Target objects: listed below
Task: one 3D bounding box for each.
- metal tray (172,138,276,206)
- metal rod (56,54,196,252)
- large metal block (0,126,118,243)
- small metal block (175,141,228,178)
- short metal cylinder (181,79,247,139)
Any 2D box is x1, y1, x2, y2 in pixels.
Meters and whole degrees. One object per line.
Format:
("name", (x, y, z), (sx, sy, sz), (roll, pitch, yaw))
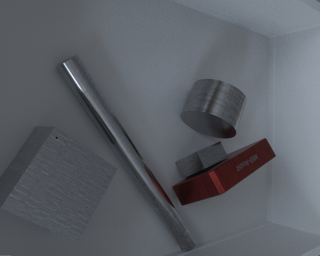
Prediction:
("metal tray", (0.092, 0.061, 0.441), (0.131, 0.090, 0.030), (-22, 82, -38))
("metal rod", (-0.029, 0.048, 0.384), (0.025, 0.025, 0.299), (-45, 117, -31))
("large metal block", (-0.103, 0.054, 0.306), (0.080, 0.050, 0.080), (41, 65, -33))
("small metal block", (0.059, 0.045, 0.438), (0.050, 0.050, 0.025), (-18, 78, -39))
("short metal cylinder", (0.076, -0.026, 0.437), (0.080, 0.080, 0.050), (36, 68, -35))
